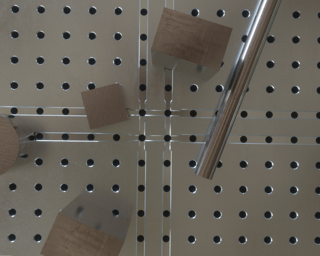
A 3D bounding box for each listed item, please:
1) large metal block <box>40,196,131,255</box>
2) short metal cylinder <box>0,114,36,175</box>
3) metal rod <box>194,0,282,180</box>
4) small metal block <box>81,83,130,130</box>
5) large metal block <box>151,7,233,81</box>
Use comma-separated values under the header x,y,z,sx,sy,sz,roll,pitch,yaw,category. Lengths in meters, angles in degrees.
x,y,z,sx,sy,sz,roll,pitch,yaw,category
-0.087,0.133,0.385,0.080,0.080,0.050,24,90,-1,large metal block
-0.211,0.021,0.398,0.081,0.050,0.079,0,90,-1,short metal cylinder
0.112,-0.075,0.414,0.025,0.025,0.299,21,90,-1,metal rod
-0.072,-0.028,0.412,0.050,0.025,0.050,-14,90,-1,small metal block
0.036,-0.100,0.386,0.080,0.080,0.050,17,90,-1,large metal block
